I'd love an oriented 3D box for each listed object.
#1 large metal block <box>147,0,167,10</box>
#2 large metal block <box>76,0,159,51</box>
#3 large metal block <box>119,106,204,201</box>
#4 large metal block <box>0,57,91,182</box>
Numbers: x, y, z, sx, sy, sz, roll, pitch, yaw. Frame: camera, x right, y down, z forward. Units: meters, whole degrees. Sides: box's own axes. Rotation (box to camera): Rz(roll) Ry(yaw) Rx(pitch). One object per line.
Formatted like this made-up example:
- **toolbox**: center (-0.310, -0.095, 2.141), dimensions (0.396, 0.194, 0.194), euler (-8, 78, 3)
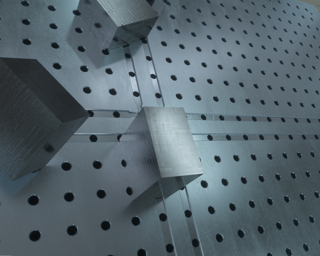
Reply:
- **large metal block**: center (-0.028, -0.245, 0.528), dimensions (0.080, 0.050, 0.080), euler (39, 51, -3)
- **large metal block**: center (-0.063, -0.171, 0.464), dimensions (0.081, 0.050, 0.080), euler (-31, 79, -38)
- **large metal block**: center (-0.003, 0.031, 0.354), dimensions (0.050, 0.080, 0.080), euler (-1, 62, -29)
- **large metal block**: center (-0.131, -0.010, 0.300), dimensions (0.080, 0.080, 0.050), euler (46, 18, 3)
